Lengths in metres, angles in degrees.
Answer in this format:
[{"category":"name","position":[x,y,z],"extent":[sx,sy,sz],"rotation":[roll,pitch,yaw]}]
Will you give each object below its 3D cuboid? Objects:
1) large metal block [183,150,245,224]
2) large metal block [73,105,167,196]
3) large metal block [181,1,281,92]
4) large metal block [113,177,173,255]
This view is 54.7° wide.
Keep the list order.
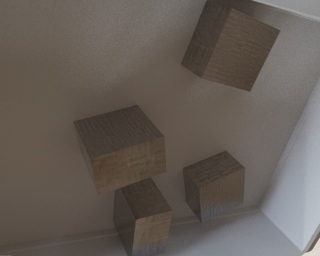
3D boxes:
[{"category":"large metal block","position":[0.087,0.094,0.498],"extent":[0.081,0.050,0.079],"rotation":[-20,126,-17]},{"category":"large metal block","position":[-0.047,0.021,0.360],"extent":[0.081,0.080,0.050],"rotation":[-17,125,-19]},{"category":"large metal block","position":[0.084,-0.098,0.378],"extent":[0.081,0.050,0.079],"rotation":[9,114,-32]},{"category":"large metal block","position":[-0.028,0.124,0.434],"extent":[0.050,0.080,0.079],"rotation":[-7,121,-25]}]
